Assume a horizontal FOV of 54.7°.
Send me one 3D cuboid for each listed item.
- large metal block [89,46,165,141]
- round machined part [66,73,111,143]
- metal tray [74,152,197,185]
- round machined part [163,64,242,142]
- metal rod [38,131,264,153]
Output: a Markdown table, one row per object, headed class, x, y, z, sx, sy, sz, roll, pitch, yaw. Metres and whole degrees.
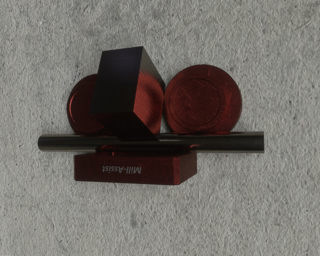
| class | x | y | z | sx | sy | sz | roll | pitch | yaw |
| --- | --- | --- | --- | --- | --- | --- | --- | --- | --- |
| large metal block | -0.033 | -0.036 | 0.363 | 0.050 | 0.080 | 0.080 | -2 | 66 | 19 |
| round machined part | -0.088 | -0.027 | 0.429 | 0.098 | 0.042 | 0.097 | 0 | 90 | 19 |
| metal tray | -0.027 | 0.046 | 0.384 | 0.130 | 0.090 | 0.030 | -1 | 90 | 19 |
| round machined part | 0.050 | -0.030 | 0.382 | 0.098 | 0.042 | 0.097 | 0 | 90 | 19 |
| metal rod | -0.025 | 0.019 | 0.396 | 0.301 | 0.025 | 0.025 | -1 | 90 | 19 |
